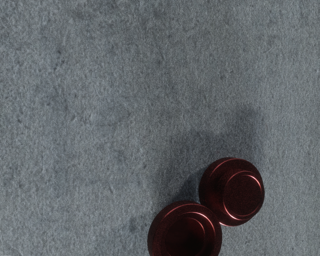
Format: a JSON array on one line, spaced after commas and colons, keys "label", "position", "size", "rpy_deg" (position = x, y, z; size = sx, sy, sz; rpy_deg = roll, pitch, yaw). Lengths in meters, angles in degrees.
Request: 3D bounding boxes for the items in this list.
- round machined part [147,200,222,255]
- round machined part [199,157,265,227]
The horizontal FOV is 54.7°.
[{"label": "round machined part", "position": [0.030, 0.145, 0.412], "size": [0.099, 0.042, 0.097], "rpy_deg": [0, 90, -21]}, {"label": "round machined part", "position": [0.109, 0.092, 0.442], "size": [0.099, 0.042, 0.097], "rpy_deg": [0, 90, -21]}]
